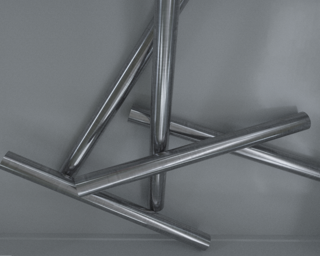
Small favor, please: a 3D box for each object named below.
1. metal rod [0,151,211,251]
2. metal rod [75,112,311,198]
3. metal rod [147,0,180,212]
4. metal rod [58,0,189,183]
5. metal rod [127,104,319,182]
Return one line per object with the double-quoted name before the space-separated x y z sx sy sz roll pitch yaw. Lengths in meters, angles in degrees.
"metal rod" -0.065 0.104 0.424 0.301 0.025 0.025 26 108 -12
"metal rod" 0.048 0.030 0.386 0.302 0.025 0.025 -15 110 -9
"metal rod" 0.001 -0.012 0.374 0.025 0.025 0.298 3 122 -1
"metal rod" -0.056 -0.041 0.395 0.025 0.025 0.299 32 107 -11
"metal rod" 0.104 0.025 0.421 0.302 0.025 0.025 17 109 -7
